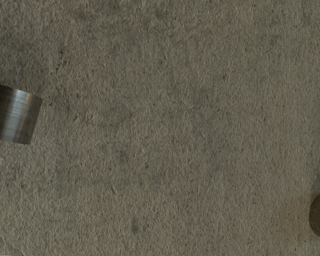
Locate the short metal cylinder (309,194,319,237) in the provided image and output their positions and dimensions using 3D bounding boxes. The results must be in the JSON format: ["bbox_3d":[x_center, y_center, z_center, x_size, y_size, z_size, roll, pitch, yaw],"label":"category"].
[{"bbox_3d":[0.294,0.147,0.504,0.081,0.050,0.080,0,90,-20],"label":"short metal cylinder"}]

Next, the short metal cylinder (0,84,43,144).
[{"bbox_3d":[-0.168,-0.017,0.318,0.081,0.080,0.050,15,85,-20],"label":"short metal cylinder"}]
